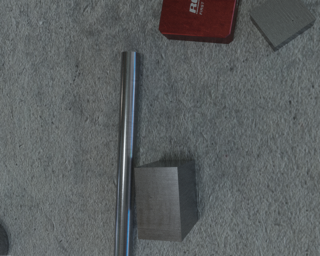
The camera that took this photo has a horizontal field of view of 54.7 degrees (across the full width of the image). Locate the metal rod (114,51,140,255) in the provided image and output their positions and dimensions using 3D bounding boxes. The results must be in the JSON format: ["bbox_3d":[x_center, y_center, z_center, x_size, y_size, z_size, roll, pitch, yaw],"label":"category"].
[{"bbox_3d":[-0.046,0.047,0.423,0.025,0.025,0.298,3,91,19],"label":"metal rod"}]

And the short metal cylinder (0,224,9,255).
[{"bbox_3d":[-0.294,0.193,0.497,0.080,0.050,0.079,0,90,19],"label":"short metal cylinder"}]

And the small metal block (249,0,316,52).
[{"bbox_3d":[0.141,-0.126,0.359,0.050,0.025,0.050,-35,79,16],"label":"small metal block"}]

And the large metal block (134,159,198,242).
[{"bbox_3d":[0.011,0.083,0.375,0.050,0.080,0.079,-4,89,20],"label":"large metal block"}]

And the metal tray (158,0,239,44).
[{"bbox_3d":[0.054,-0.176,0.387,0.090,0.030,0.129,10,93,19],"label":"metal tray"}]
